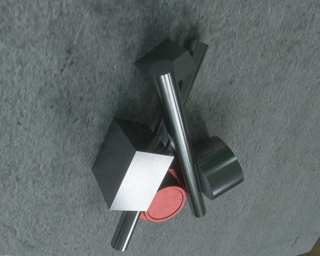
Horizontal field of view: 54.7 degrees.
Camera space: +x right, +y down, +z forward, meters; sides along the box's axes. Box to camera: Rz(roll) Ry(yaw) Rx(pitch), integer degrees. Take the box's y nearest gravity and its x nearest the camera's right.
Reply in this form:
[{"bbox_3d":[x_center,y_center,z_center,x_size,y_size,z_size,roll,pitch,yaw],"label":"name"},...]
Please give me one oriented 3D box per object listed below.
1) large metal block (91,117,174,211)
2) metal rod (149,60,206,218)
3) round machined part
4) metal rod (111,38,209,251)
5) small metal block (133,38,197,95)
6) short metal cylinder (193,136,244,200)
[{"bbox_3d":[-0.037,0.044,0.381,0.050,0.080,0.079,12,112,-34],"label":"large metal block"},{"bbox_3d":[0.033,0.040,0.408,0.025,0.025,0.299,-29,137,-10],"label":"metal rod"},{"bbox_3d":[0.000,0.101,0.462,0.099,0.042,0.097,-14,125,-21],"label":"round machined part"},{"bbox_3d":[-0.005,0.032,0.407,0.025,0.025,0.298,12,106,-34],"label":"metal rod"},{"bbox_3d":[0.005,-0.071,0.352,0.050,0.050,0.025,-38,130,-3],"label":"small metal block"},{"bbox_3d":[0.077,0.058,0.453,0.050,0.080,0.080,-29,129,-11],"label":"short metal cylinder"}]
